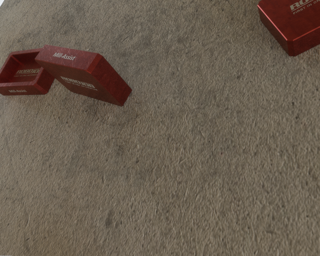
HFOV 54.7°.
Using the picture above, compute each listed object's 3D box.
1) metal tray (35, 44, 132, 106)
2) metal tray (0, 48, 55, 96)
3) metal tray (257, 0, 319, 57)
[{"bbox_3d":[-0.117,-0.080,0.472,0.130,0.090,0.030,18,71,35],"label":"metal tray"},{"bbox_3d":[-0.257,-0.109,0.602,0.130,0.030,0.090,2,63,29],"label":"metal tray"},{"bbox_3d":[0.204,-0.156,0.389,0.130,0.030,0.090,-27,52,11],"label":"metal tray"}]
